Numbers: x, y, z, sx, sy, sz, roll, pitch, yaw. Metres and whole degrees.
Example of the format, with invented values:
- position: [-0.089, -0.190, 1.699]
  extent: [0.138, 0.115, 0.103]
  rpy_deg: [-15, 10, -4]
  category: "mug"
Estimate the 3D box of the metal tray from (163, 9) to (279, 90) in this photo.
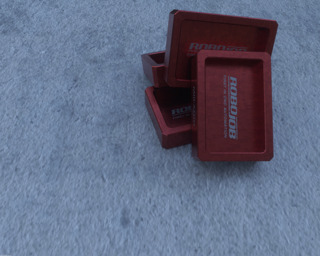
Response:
- position: [0.074, -0.096, 0.391]
  extent: [0.131, 0.089, 0.030]
  rpy_deg: [2, 22, -11]
  category: "metal tray"

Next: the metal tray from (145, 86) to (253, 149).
- position: [0.053, -0.028, 0.424]
  extent: [0.131, 0.030, 0.090]
  rpy_deg: [-13, 51, -11]
  category: "metal tray"

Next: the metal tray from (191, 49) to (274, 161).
- position: [0.085, -0.025, 0.371]
  extent: [0.091, 0.030, 0.129]
  rpy_deg: [1, 85, -7]
  category: "metal tray"

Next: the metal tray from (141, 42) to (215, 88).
- position: [0.045, -0.096, 0.456]
  extent: [0.131, 0.030, 0.090]
  rpy_deg: [-12, 26, -9]
  category: "metal tray"
